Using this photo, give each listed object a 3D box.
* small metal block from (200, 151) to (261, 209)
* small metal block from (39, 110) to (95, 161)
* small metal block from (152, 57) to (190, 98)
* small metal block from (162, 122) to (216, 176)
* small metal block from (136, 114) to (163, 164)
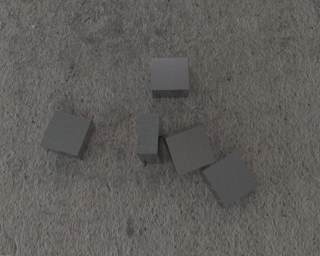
[{"bbox_3d":[0.086,0.065,0.385,0.050,0.025,0.050,-29,73,-10],"label":"small metal block"},{"bbox_3d":[-0.119,0.010,0.404,0.050,0.025,0.050,15,71,5],"label":"small metal block"},{"bbox_3d":[0.014,-0.070,0.434,0.050,0.025,0.050,-1,70,-1],"label":"small metal block"},{"bbox_3d":[0.036,0.025,0.388,0.050,0.025,0.050,-20,100,-8],"label":"small metal block"},{"bbox_3d":[-0.011,0.015,0.388,0.025,0.050,0.050,1,70,7],"label":"small metal block"}]
